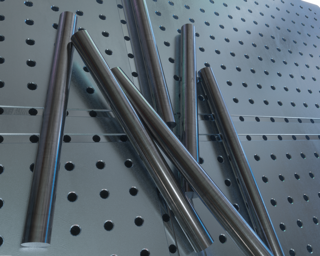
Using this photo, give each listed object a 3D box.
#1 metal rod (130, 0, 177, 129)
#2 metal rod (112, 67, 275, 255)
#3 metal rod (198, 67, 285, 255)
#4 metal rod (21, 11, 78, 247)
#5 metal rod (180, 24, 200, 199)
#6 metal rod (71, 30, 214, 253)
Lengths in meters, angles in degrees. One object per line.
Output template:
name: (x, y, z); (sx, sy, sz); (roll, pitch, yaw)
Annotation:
metal rod: (-0.019, -0.134, 0.479); (0.025, 0.025, 0.299); (2, 61, -27)
metal rod: (0.026, 0.037, 0.371); (0.025, 0.025, 0.300); (-24, 67, -36)
metal rod: (0.109, 0.041, 0.441); (0.025, 0.025, 0.299); (-1, 62, -29)
metal rod: (-0.120, -0.023, 0.357); (0.025, 0.025, 0.299); (11, 57, -22)
metal rod: (0.043, -0.045, 0.457); (0.025, 0.025, 0.300); (16, 55, -19)
metal rod: (-0.026, 0.008, 0.376); (0.025, 0.025, 0.299); (-25, 79, -37)
